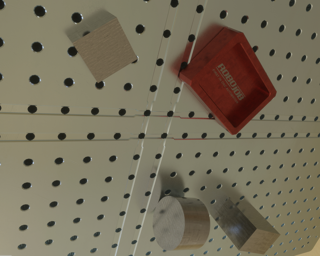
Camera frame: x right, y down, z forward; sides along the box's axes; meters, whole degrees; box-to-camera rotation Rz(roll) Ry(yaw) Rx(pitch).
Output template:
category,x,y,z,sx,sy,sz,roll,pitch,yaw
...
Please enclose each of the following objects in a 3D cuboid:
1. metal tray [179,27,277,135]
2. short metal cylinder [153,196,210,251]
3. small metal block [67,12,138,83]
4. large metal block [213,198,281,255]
category,x,y,z,sx,sy,sz,roll,pitch,yaw
metal tray,0.097,-0.059,0.424,0.090,0.030,0.130,-45,129,3
short metal cylinder,0.032,0.149,0.485,0.050,0.080,0.080,13,112,-34
small metal block,-0.060,-0.084,0.326,0.050,0.025,0.050,-33,129,-7
large metal block,0.160,0.182,0.576,0.080,0.080,0.050,25,105,-37
